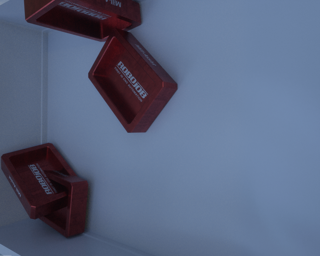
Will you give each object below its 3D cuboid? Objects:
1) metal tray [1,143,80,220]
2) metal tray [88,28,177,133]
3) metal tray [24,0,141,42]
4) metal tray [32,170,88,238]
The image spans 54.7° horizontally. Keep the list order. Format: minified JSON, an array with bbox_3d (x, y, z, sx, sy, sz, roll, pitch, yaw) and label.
[{"bbox_3d":[-0.200,0.084,0.526,0.130,0.091,0.030,42,130,32],"label":"metal tray"},{"bbox_3d":[-0.044,-0.067,0.439,0.130,0.030,0.090,52,120,27],"label":"metal tray"},{"bbox_3d":[-0.101,-0.158,0.422,0.090,0.131,0.030,-9,84,40],"label":"metal tray"},{"bbox_3d":[-0.177,0.122,0.537,0.130,0.030,0.089,10,96,42],"label":"metal tray"}]
